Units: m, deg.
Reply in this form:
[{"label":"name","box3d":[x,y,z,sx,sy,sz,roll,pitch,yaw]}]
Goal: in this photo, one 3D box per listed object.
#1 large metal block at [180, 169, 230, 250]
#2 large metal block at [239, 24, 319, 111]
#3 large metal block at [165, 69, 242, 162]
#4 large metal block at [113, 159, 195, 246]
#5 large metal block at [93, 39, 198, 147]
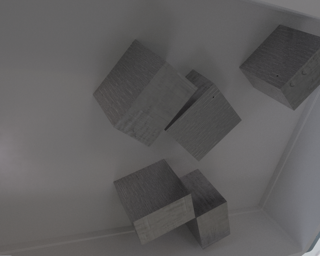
[{"label":"large metal block","box3d":[0.063,0.126,0.485,0.050,0.080,0.080,-24,127,-14]},{"label":"large metal block","box3d":[0.170,-0.082,0.414,0.080,0.080,0.050,-47,129,5]},{"label":"large metal block","box3d":[0.047,-0.015,0.409,0.080,0.050,0.080,-45,129,3]},{"label":"large metal block","box3d":[-0.009,0.099,0.429,0.081,0.080,0.050,-23,127,-14]},{"label":"large metal block","box3d":[-0.019,-0.040,0.338,0.050,0.080,0.080,33,100,-38]}]
